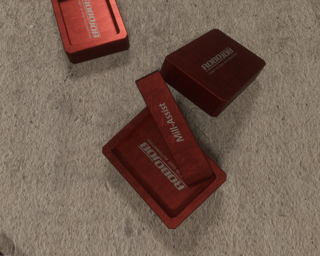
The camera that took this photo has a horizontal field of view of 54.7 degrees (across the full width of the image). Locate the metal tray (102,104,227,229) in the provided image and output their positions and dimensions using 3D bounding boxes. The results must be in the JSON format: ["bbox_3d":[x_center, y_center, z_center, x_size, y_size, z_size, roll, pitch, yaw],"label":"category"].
[{"bbox_3d":[0.005,0.044,0.379,0.090,0.030,0.130,-43,76,-2],"label":"metal tray"}]

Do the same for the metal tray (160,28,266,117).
[{"bbox_3d":[0.072,-0.078,0.406,0.090,0.030,0.131,39,48,13],"label":"metal tray"}]

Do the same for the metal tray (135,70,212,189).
[{"bbox_3d":[0.019,0.006,0.369,0.030,0.090,0.130,-27,72,1],"label":"metal tray"}]

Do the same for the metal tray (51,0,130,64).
[{"bbox_3d":[-0.107,-0.167,0.465,0.091,0.030,0.130,-17,71,-7],"label":"metal tray"}]

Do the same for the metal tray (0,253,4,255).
[{"bbox_3d":[-0.173,0.208,0.327,0.130,0.030,0.090,38,74,12],"label":"metal tray"}]
